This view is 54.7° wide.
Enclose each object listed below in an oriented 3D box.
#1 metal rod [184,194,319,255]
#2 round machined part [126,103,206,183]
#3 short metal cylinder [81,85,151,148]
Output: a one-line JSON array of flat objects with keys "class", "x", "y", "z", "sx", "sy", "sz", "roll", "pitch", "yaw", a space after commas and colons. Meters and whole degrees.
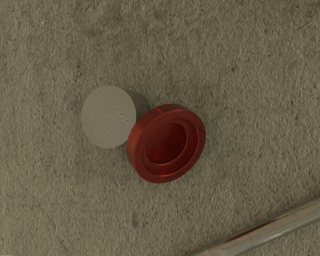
[{"class": "metal rod", "x": 0.114, "y": 0.128, "z": 0.368, "sx": 0.300, "sy": 0.025, "sz": 0.025, "roll": -32, "pitch": 80, "yaw": 17}, {"class": "round machined part", "x": 0.004, "y": 0.015, "z": 0.379, "sx": 0.042, "sy": 0.099, "sz": 0.098, "roll": 41, "pitch": 106, "yaw": 51}, {"class": "short metal cylinder", "x": -0.057, "y": -0.014, "z": 0.414, "sx": 0.080, "sy": 0.050, "sz": 0.080, "roll": 0, "pitch": 89, "yaw": 21}]
